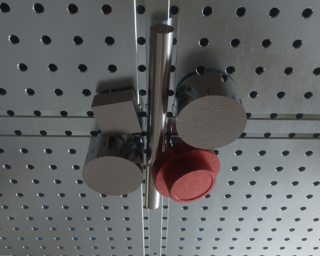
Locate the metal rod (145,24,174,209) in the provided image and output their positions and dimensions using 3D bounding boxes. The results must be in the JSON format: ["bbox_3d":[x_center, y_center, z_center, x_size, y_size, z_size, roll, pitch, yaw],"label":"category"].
[{"bbox_3d":[-0.005,0.011,0.415,0.025,0.025,0.298,2,130,-2],"label":"metal rod"}]

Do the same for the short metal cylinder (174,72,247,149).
[{"bbox_3d":[0.059,-0.020,0.373,0.081,0.050,0.079,0,130,0],"label":"short metal cylinder"}]

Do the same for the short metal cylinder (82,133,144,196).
[{"bbox_3d":[-0.063,0.049,0.431,0.081,0.050,0.079,0,130,0],"label":"short metal cylinder"}]

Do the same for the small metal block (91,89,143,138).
[{"bbox_3d":[-0.053,-0.018,0.391,0.050,0.025,0.050,-9,130,7],"label":"small metal block"}]

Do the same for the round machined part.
[{"bbox_3d":[0.040,0.068,0.438,0.099,0.042,0.097,-11,131,-12],"label":"round machined part"}]
